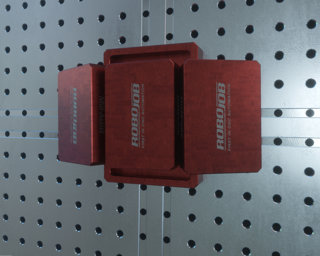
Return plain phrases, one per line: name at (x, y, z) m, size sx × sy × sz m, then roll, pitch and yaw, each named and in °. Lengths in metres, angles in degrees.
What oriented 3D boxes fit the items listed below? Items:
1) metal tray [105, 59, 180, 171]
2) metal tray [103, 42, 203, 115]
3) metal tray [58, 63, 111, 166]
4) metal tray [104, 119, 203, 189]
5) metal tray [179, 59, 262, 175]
metal tray at (-0.021, -0.015, 0.384) m, size 0.090 × 0.030 × 0.129 m, roll 0°, pitch 90°, yaw 19°
metal tray at (-0.011, -0.061, 0.412) m, size 0.130 × 0.030 × 0.089 m, roll 1°, pitch 91°, yaw 19°
metal tray at (-0.106, -0.017, 0.427) m, size 0.090 × 0.030 × 0.129 m, roll 0°, pitch 90°, yaw 45°
metal tray at (-0.010, 0.029, 0.413) m, size 0.130 × 0.030 × 0.089 m, roll 1°, pitch 91°, yaw 19°
metal tray at (0.070, -0.013, 0.365) m, size 0.091 × 0.030 × 0.129 m, roll -1°, pitch 90°, yaw -8°
